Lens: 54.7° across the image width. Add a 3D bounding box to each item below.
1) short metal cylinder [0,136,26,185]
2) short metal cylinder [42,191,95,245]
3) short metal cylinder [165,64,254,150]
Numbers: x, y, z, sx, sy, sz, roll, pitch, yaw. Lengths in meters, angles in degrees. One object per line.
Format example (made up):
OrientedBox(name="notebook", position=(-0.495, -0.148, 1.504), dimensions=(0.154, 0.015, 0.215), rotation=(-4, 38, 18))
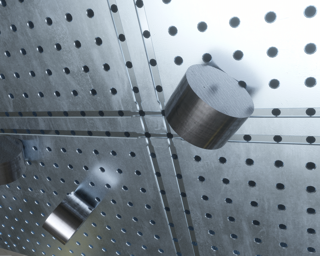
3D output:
OrientedBox(name="short metal cylinder", position=(-0.289, 0.058, 0.560), dimensions=(0.080, 0.080, 0.050), rotation=(20, 126, 16))
OrientedBox(name="short metal cylinder", position=(-0.164, 0.162, 0.560), dimensions=(0.050, 0.080, 0.080), rotation=(38, 129, 2))
OrientedBox(name="short metal cylinder", position=(0.052, -0.023, 0.333), dimensions=(0.080, 0.080, 0.050), rotation=(36, 129, 4))
